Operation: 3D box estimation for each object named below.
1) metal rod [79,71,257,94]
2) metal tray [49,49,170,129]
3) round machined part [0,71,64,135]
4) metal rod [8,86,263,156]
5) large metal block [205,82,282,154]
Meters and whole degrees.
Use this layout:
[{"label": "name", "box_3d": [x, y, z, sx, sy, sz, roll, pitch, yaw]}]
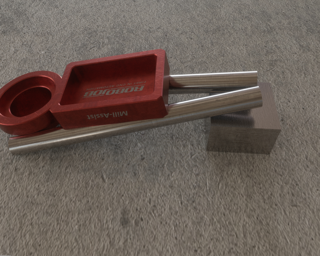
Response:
[{"label": "metal rod", "box_3d": [-0.029, -0.056, 0.409, 0.301, 0.025, 0.025, 0, 49, 16]}, {"label": "metal tray", "box_3d": [-0.056, -0.048, 0.374, 0.131, 0.030, 0.090, -6, 49, 11]}, {"label": "round machined part", "box_3d": [-0.165, -0.028, 0.408, 0.098, 0.042, 0.098, -6, 49, 8]}, {"label": "metal rod", "box_3d": [-0.034, -0.007, 0.368, 0.301, 0.025, 0.025, -11, 50, 6]}, {"label": "large metal block", "box_3d": [0.101, -0.015, 0.400, 0.080, 0.050, 0.080, 3, 50, 2]}]
